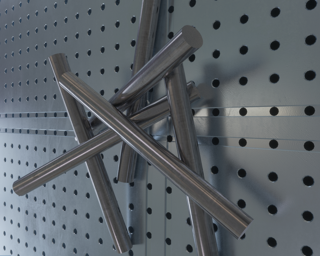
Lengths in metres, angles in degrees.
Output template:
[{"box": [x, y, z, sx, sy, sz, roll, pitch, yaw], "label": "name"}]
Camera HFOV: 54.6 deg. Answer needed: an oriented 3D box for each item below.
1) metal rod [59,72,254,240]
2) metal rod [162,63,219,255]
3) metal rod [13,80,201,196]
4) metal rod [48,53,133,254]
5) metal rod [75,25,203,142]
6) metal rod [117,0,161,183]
[{"box": [-0.023, 0.015, 0.364, 0.300, 0.025, 0.025, 38, 113, 27], "label": "metal rod"}, {"box": [0.039, 0.062, 0.356, 0.025, 0.025, 0.299, -11, 90, 39], "label": "metal rod"}, {"box": [-0.083, 0.021, 0.419, 0.300, 0.025, 0.025, -28, 71, 17], "label": "metal rod"}, {"box": [-0.101, 0.037, 0.453, 0.025, 0.025, 0.299, -19, 91, 38], "label": "metal rod"}, {"box": [-0.050, -0.035, 0.405, 0.299, 0.025, 0.025, -32, 70, 50], "label": "metal rod"}, {"box": [-0.028, -0.070, 0.433, 0.025, 0.025, 0.298, 15, 100, 39], "label": "metal rod"}]
